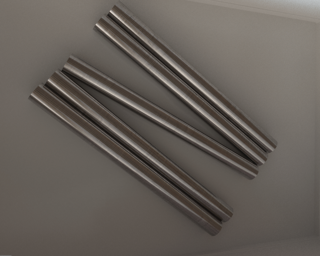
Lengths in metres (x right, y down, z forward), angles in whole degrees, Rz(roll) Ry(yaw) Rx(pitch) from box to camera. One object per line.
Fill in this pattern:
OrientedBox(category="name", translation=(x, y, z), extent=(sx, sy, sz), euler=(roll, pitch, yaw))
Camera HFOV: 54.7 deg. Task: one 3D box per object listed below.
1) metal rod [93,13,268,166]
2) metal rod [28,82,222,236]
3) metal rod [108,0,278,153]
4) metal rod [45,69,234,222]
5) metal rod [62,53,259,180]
OrientedBox(category="metal rod", translation=(0.039, -0.042, 0.423), extent=(0.301, 0.025, 0.025), euler=(38, 78, -16))
OrientedBox(category="metal rod", translation=(-0.032, 0.049, 0.397), extent=(0.301, 0.025, 0.025), euler=(40, 78, -16))
OrientedBox(category="metal rod", translation=(0.055, -0.061, 0.429), extent=(0.301, 0.025, 0.025), euler=(38, 78, -16))
OrientedBox(category="metal rod", translation=(-0.015, 0.032, 0.404), extent=(0.301, 0.025, 0.025), euler=(40, 78, -16))
OrientedBox(category="metal rod", translation=(0.013, -0.006, 0.414), extent=(0.301, 0.025, 0.025), euler=(30, 80, -18))
